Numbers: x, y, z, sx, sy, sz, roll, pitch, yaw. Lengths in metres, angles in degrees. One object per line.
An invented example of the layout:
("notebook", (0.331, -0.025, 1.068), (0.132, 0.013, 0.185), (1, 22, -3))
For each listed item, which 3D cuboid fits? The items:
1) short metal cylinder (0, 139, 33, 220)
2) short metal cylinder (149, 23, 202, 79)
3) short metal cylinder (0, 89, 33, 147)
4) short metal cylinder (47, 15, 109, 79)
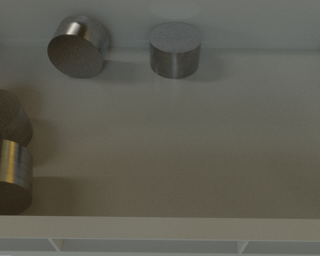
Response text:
("short metal cylinder", (-0.176, 0.055, 0.322), (0.081, 0.080, 0.050), (-10, 51, -9))
("short metal cylinder", (0.024, -0.123, 0.492), (0.080, 0.050, 0.080), (0, 50, 0))
("short metal cylinder", (-0.210, -0.004, 0.390), (0.080, 0.050, 0.080), (0, 50, 0))
("short metal cylinder", (-0.122, -0.122, 0.471), (0.080, 0.080, 0.050), (4, 50, 3))
